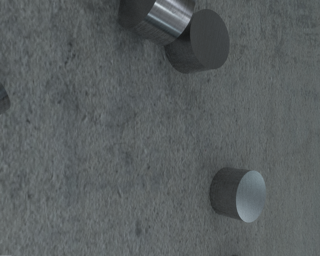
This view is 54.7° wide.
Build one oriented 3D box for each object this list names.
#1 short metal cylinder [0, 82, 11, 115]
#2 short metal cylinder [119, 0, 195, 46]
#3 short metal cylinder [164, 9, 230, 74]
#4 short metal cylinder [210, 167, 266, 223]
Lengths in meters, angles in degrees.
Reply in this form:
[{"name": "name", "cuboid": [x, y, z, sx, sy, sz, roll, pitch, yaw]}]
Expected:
[{"name": "short metal cylinder", "cuboid": [-0.163, -0.032, 0.233, 0.050, 0.080, 0.080, -46, 118, -30]}, {"name": "short metal cylinder", "cuboid": [-0.005, -0.145, 0.366, 0.050, 0.080, 0.080, 17, 79, -39]}, {"name": "short metal cylinder", "cuboid": [0.052, -0.119, 0.434, 0.081, 0.050, 0.079, 0, 90, -40]}, {"name": "short metal cylinder", "cuboid": [0.126, 0.105, 0.497, 0.081, 0.050, 0.079, 0, 90, -40]}]
